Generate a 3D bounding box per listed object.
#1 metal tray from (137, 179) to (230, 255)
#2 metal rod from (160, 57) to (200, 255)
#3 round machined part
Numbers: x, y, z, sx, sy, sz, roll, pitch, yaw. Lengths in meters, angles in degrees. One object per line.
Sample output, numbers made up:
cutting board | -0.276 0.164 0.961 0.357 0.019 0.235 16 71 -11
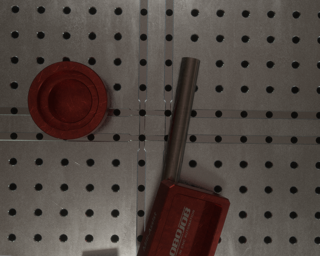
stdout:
metal tray | 0.027 0.140 0.393 0.091 0.030 0.129 19 87 -21
metal rod | 0.016 0.056 0.413 0.025 0.025 0.298 10 90 -1
round machined part | -0.114 -0.034 0.403 0.099 0.042 0.097 0 90 -1
